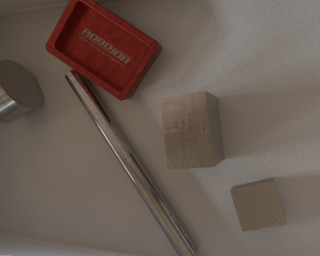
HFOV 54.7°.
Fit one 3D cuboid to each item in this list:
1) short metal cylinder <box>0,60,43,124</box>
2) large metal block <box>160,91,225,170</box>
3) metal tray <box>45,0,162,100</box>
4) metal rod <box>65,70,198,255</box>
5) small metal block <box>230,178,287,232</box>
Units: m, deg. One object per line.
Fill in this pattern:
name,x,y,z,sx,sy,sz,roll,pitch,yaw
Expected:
short metal cylinder,-0.224,-0.053,0.458,0.050,0.080,0.080,-27,81,18
large metal block,0.041,0.003,0.366,0.050,0.080,0.080,-7,88,19
metal tray,-0.076,-0.108,0.417,0.130,0.030,0.090,34,102,3
metal rod,-0.044,0.042,0.425,0.025,0.025,0.299,-38,78,16
small metal block,0.117,0.091,0.369,0.050,0.025,0.050,-18,84,18
